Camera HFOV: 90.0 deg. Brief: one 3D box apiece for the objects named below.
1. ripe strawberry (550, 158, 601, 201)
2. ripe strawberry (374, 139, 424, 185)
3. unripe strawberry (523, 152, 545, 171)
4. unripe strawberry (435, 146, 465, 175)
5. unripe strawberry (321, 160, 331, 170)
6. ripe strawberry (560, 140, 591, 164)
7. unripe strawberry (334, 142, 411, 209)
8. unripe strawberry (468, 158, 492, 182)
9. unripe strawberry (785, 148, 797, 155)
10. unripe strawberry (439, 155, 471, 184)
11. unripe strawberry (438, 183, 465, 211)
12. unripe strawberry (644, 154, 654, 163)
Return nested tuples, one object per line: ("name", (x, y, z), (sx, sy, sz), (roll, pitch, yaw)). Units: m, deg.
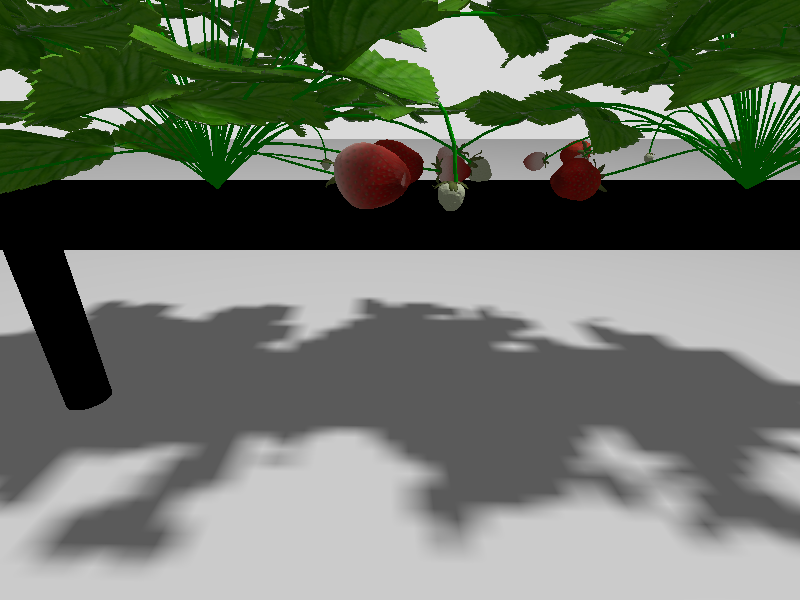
("ripe strawberry", (0.119, -0.083, 0.275), (0.032, 0.028, 0.032), (-9, 25, -18))
("ripe strawberry", (-0.004, -0.104, 0.309), (0.045, 0.038, 0.044), (4, 24, 8))
("unripe strawberry", (0.156, -0.161, 0.464), (0.024, 0.021, 0.024), (-21, 27, -40))
("unripe strawberry", (0.050, -0.144, 0.420), (0.033, 0.032, 0.030), (-42, 2, 31))
("unripe strawberry", (-0.086, -0.156, 0.462), (0.011, 0.011, 0.011), (11, 26, 25))
("ripe strawberry", (0.220, -0.184, 0.505), (0.037, 0.032, 0.037), (-9, 12, -20))
("unripe strawberry", (-0.015, -0.074, 0.241), (0.045, 0.038, 0.045), (16, 28, 32))
("unripe strawberry", (0.073, -0.117, 0.364), (0.022, 0.022, 0.024), (29, 16, -19))
("unripe strawberry", (0.470, -0.178, 0.481), (0.010, 0.010, 0.011), (-20, 30, -39))
("unripe strawberry", (0.047, -0.110, 0.343), (0.026, 0.026, 0.029), (0, 23, -3))
("unripe strawberry", (0.029, -0.059, 0.229), (0.017, 0.016, 0.015), (14, 27, 29))
("unripe strawberry", (0.310, -0.177, 0.500), (0.011, 0.011, 0.010), (2, 23, 5))
